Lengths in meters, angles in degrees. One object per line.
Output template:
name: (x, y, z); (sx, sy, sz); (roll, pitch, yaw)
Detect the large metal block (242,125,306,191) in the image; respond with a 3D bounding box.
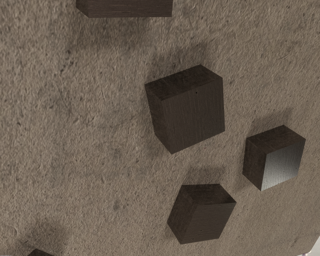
large metal block: (0.193, 0.050, 0.530); (0.081, 0.050, 0.079); (-17, 126, -19)

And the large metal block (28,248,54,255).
large metal block: (-0.174, 0.228, 0.418); (0.080, 0.080, 0.050); (-41, 130, 0)

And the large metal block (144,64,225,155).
large metal block: (0.034, -0.025, 0.395); (0.081, 0.050, 0.080); (-22, 127, -15)

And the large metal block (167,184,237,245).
large metal block: (0.068, 0.142, 0.518); (0.081, 0.050, 0.079); (4, 116, -31)

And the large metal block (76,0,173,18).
large metal block: (-0.033, -0.147, 0.282); (0.081, 0.050, 0.079); (-10, 123, -24)
